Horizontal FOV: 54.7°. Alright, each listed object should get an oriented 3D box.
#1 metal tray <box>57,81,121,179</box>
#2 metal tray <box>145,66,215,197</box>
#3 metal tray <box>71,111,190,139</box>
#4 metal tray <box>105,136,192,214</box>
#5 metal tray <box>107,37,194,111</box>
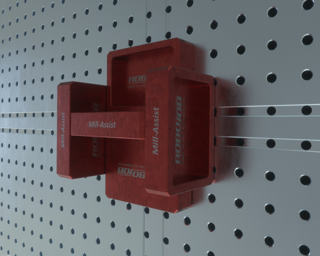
[{"bbox_3d":[-0.100,0.003,0.446,0.030,0.091,0.129,1,91,40],"label":"metal tray"},{"bbox_3d":[0.025,0.003,0.344,0.030,0.091,0.129,1,91,40],"label":"metal tray"},{"bbox_3d":[-0.039,-0.004,0.395,0.130,0.091,0.030,1,91,39],"label":"metal tray"},{"bbox_3d":[-0.020,0.057,0.418,0.130,0.030,0.089,1,91,39],"label":"metal tray"},{"bbox_3d":[-0.018,-0.064,0.418,0.130,0.030,0.089,1,91,39],"label":"metal tray"}]
